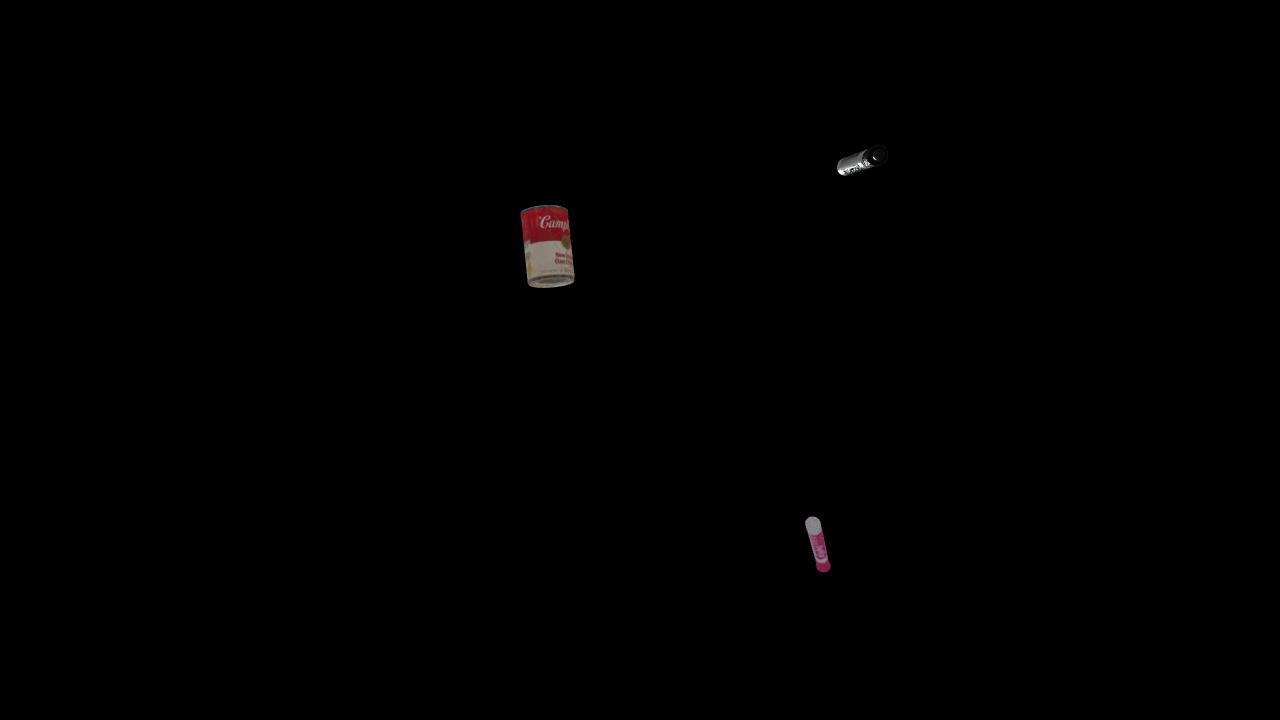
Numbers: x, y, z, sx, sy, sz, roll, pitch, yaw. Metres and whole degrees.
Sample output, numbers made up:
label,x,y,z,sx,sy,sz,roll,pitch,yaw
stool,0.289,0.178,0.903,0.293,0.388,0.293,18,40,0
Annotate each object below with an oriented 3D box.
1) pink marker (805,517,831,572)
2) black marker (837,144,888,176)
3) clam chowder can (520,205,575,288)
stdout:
label,x,y,z,sx,sy,sz,roll,pitch,yaw
pink marker,0.233,0.244,0.804,0.020,0.020,0.121,0,-43,25
black marker,0.215,-0.194,0.600,0.020,0.020,0.121,0,13,4
clam chowder can,-0.129,-0.157,0.863,0.068,0.102,0.068,-6,-3,0
